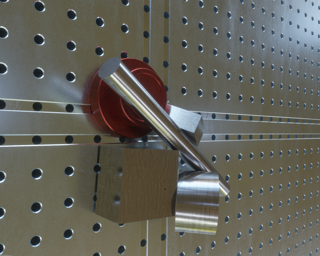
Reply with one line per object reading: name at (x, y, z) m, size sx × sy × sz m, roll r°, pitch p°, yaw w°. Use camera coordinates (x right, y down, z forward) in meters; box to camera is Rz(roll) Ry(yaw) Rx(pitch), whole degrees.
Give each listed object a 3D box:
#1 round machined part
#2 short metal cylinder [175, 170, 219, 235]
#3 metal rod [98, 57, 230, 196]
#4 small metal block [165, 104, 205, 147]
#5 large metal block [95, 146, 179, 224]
round machined part at (-0.030, -0.036, 0.374) m, size 0.099 × 0.042 × 0.097 m, roll 0°, pitch 90°, yaw -40°
short metal cylinder at (0.048, 0.097, 0.407) m, size 0.080 × 0.050 × 0.079 m, roll 1°, pitch 92°, yaw -85°
metal rod at (0.027, 0.021, 0.392) m, size 0.300 × 0.025 × 0.025 m, roll 46°, pitch 62°, yaw -45°
small metal block at (0.029, -0.003, 0.407) m, size 0.025 × 0.050 × 0.050 m, roll -64°, pitch 160°, yaw -16°
large metal block at (-0.026, 0.064, 0.370) m, size 0.081 × 0.050 × 0.080 m, roll 6°, pitch 86°, yaw -40°
